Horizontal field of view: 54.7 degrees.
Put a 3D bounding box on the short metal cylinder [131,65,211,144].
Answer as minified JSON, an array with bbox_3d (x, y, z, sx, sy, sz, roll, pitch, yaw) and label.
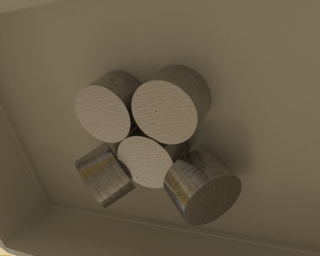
[{"bbox_3d":[0.014,-0.028,0.365,0.080,0.050,0.079,13,124,20],"label":"short metal cylinder"}]

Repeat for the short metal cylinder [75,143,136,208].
[{"bbox_3d":[-0.077,0.067,0.444,0.050,0.080,0.080,-33,104,-7],"label":"short metal cylinder"}]

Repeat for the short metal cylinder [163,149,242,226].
[{"bbox_3d":[0.052,0.072,0.379,0.050,0.081,0.079,51,143,46],"label":"short metal cylinder"}]

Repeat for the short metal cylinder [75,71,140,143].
[{"bbox_3d":[-0.062,-0.028,0.403,0.080,0.050,0.079,13,124,20],"label":"short metal cylinder"}]

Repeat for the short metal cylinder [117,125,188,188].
[{"bbox_3d":[-0.009,0.033,0.412,0.080,0.050,0.079,13,124,20],"label":"short metal cylinder"}]
